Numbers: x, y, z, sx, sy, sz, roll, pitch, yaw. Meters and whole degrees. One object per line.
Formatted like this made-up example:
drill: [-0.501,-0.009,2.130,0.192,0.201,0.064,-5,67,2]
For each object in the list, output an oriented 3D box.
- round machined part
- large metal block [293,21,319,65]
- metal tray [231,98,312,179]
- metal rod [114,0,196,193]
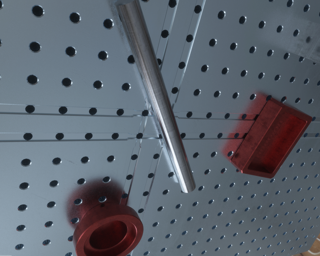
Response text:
round machined part: [-0.077,0.149,0.451,0.099,0.042,0.097,-14,125,-21]
large metal block: [0.263,-0.110,0.454,0.081,0.080,0.050,10,113,-33]
metal tray: [0.190,0.021,0.527,0.091,0.030,0.129,15,110,-35]
metal rod: [0.005,-0.018,0.404,0.025,0.025,0.299,-28,128,-11]
